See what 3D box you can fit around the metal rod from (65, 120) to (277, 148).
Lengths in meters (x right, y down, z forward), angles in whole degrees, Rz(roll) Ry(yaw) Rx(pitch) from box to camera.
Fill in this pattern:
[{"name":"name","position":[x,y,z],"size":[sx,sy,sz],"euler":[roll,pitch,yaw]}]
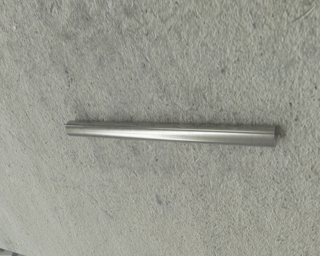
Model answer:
[{"name":"metal rod","position":[-0.004,0.005,0.414],"size":[0.300,0.025,0.025],"euler":[2,119,27]}]
